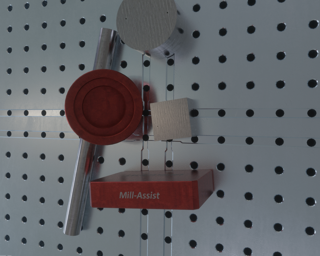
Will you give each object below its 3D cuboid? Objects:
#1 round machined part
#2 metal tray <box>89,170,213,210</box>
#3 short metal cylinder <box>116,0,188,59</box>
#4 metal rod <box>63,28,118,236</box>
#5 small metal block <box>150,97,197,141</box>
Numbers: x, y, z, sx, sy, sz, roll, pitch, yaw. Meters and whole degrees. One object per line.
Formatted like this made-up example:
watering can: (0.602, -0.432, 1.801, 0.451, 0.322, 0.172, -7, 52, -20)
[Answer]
round machined part: (-0.074, -0.028, 0.414, 0.099, 0.042, 0.097, -2, 97, -13)
metal tray: (-0.008, 0.073, 0.380, 0.130, 0.090, 0.030, -4, 89, 20)
short metal cylinder: (-0.009, -0.135, 0.402, 0.080, 0.050, 0.079, 0, 90, 20)
metal rod: (-0.101, 0.008, 0.448, 0.025, 0.025, 0.298, 13, 94, 19)
small metal block: (0.018, -0.011, 0.406, 0.050, 0.025, 0.050, -8, 88, 19)
